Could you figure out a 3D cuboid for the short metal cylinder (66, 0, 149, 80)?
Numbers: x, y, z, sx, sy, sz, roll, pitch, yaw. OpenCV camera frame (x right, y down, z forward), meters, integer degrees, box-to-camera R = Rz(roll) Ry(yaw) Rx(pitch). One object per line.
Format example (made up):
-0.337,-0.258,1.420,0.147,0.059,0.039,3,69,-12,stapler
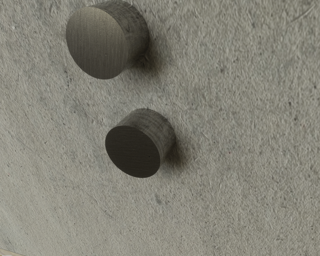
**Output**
-0.060,-0.103,0.359,0.080,0.050,0.079,13,124,21,short metal cylinder

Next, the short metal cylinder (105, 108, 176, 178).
-0.026,0.020,0.417,0.080,0.050,0.079,13,124,21,short metal cylinder
